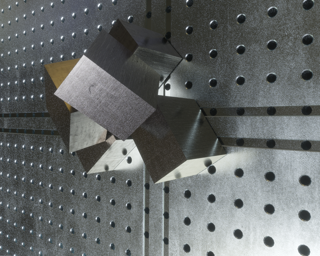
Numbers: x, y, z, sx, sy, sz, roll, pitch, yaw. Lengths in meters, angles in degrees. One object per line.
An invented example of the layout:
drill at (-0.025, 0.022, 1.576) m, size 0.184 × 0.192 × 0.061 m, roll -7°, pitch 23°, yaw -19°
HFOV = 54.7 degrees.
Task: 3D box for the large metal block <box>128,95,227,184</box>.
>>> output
large metal block at (0.019, 0.011, 0.355) m, size 0.050 × 0.081 × 0.080 m, roll -41°, pitch 65°, yaw 32°

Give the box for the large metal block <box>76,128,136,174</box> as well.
large metal block at (-0.085, 0.010, 0.460) m, size 0.080 × 0.050 × 0.080 m, roll -47°, pitch 63°, yaw 29°

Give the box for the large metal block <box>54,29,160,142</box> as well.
large metal block at (-0.048, -0.046, 0.319) m, size 0.050 × 0.080 × 0.080 m, roll -44°, pitch 21°, yaw 26°

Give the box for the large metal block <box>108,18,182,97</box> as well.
large metal block at (-0.033, -0.082, 0.397) m, size 0.080 × 0.081 × 0.050 m, roll -49°, pitch 61°, yaw 29°

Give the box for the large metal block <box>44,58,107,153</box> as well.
large metal block at (-0.106, -0.029, 0.392) m, size 0.080 × 0.050 × 0.079 m, roll 55°, pitch 147°, yaw 25°
